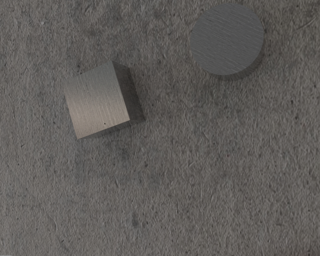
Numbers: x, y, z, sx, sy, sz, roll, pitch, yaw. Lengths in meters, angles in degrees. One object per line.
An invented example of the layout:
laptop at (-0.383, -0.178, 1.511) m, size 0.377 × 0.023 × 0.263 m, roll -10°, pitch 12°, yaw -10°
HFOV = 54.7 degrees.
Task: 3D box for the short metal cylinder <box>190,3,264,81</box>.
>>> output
short metal cylinder at (0.081, -0.099, 0.367) m, size 0.080 × 0.050 × 0.079 m, roll 0°, pitch 90°, yaw 20°

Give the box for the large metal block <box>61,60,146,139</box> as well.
large metal block at (-0.076, -0.035, 0.423) m, size 0.080 × 0.050 × 0.080 m, roll -19°, pitch 84°, yaw 19°
